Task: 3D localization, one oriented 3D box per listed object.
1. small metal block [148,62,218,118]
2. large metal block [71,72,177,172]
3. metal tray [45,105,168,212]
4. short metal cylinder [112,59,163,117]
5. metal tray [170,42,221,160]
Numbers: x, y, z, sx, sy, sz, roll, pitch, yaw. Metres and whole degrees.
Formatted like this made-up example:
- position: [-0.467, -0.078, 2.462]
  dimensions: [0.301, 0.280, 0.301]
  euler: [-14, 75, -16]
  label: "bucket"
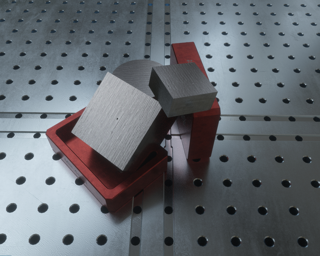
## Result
- position: [0.023, -0.041, 0.320]
  dimensions: [0.050, 0.025, 0.050]
  euler: [-11, 51, -24]
  label: "small metal block"
- position: [-0.039, -0.005, 0.355]
  dimensions: [0.080, 0.050, 0.080]
  euler: [32, 92, 23]
  label: "large metal block"
- position: [-0.065, 0.026, 0.380]
  dimensions: [0.091, 0.030, 0.130]
  euler: [-36, 59, -27]
  label: "metal tray"
- position: [-0.026, -0.051, 0.434]
  dimensions: [0.081, 0.050, 0.080]
  euler: [0, 50, 0]
  label: "short metal cylinder"
- position: [0.039, -0.036, 0.396]
  dimensions: [0.030, 0.089, 0.130]
  euler: [-7, 51, -6]
  label: "metal tray"
